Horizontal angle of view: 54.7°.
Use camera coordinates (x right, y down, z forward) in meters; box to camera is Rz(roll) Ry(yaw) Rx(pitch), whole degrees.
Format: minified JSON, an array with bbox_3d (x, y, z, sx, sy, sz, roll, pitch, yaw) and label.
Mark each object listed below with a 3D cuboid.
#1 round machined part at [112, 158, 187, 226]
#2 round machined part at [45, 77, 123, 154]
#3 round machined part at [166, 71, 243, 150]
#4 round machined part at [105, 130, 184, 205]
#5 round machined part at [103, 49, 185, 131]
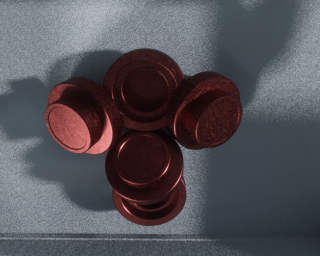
[{"bbox_3d":[-0.014,0.083,0.430,0.099,0.042,0.097,0,110,0],"label":"round machined part"},{"bbox_3d":[-0.098,-0.009,0.373,0.098,0.042,0.097,15,126,22],"label":"round machined part"},{"bbox_3d":[0.059,-0.015,0.371,0.099,0.042,0.097,-17,126,-25],"label":"round machined part"},{"bbox_3d":[-0.020,0.042,0.385,0.099,0.098,0.042,-6,154,2],"label":"round machined part"},{"bbox_3d":[-0.018,-0.048,0.381,0.099,0.042,0.097,0,110,0],"label":"round machined part"}]
